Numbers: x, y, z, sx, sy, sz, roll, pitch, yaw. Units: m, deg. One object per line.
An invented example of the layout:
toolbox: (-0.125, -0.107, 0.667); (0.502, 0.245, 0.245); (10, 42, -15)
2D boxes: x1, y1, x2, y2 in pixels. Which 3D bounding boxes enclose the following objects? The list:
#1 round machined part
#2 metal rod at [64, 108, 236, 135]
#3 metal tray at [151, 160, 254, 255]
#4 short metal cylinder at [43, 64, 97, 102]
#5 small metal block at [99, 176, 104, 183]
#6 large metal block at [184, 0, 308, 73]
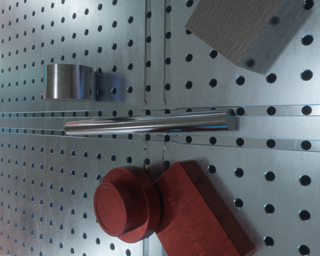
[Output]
round machined part: (-0.049, 0.100, 0.398); (0.098, 0.042, 0.097); (5, 97, 44)
metal rod: (-0.037, -0.004, 0.437); (0.300, 0.025, 0.025); (-2, 89, 39)
metal tray: (0.037, 0.115, 0.374); (0.090, 0.030, 0.130); (-48, 62, 29)
short metal cylinder: (-0.141, -0.068, 0.487); (0.080, 0.081, 0.050); (1, 91, 39)
small metal block: (-0.059, 0.090, 0.456); (0.050, 0.025, 0.050); (-27, 73, 36)
large metal block: (0.086, -0.115, 0.321); (0.080, 0.050, 0.080); (47, 118, 29)
